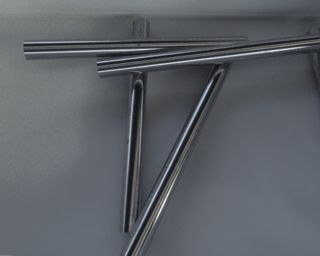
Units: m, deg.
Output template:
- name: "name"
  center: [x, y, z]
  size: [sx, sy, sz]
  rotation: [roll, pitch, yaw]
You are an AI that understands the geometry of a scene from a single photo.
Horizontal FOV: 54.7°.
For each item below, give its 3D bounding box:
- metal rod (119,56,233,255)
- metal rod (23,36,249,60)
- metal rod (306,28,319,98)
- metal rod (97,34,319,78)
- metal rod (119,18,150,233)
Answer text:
- name: "metal rod"
  center: [0.029, 0.025, 0.388]
  size: [0.025, 0.025, 0.300]
  rotation: [24, 67, 8]
- name: "metal rod"
  center: [-0.022, -0.110, 0.422]
  size: [0.302, 0.025, 0.025]
  rotation: [-5, 70, -12]
- name: "metal rod"
  center: [0.236, -0.002, 0.411]
  size: [0.025, 0.025, 0.299]
  rotation: [-2, 70, -1]
- name: "metal rod"
  center: [0.069, -0.097, 0.417]
  size: [0.302, 0.025, 0.025]
  rotation: [-7, 70, -3]
- name: "metal rod"
  center: [-0.032, -0.017, 0.415]
  size: [0.025, 0.025, 0.299]
  rotation: [1, 70, 0]
